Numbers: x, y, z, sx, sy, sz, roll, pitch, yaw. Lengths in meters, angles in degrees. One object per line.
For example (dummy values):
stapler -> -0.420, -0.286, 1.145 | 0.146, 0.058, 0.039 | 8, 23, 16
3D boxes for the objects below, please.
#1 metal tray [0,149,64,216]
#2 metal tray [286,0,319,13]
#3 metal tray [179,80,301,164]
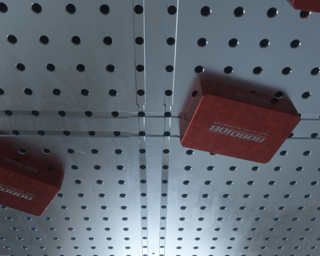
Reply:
metal tray -> -0.228, 0.083, 0.475 | 0.131, 0.030, 0.090 | 27, 125, -22
metal tray -> 0.195, -0.150, 0.283 | 0.131, 0.030, 0.089 | 5, 130, -5
metal tray -> 0.101, -0.004, 0.407 | 0.131, 0.030, 0.089 | 12, 129, -11
